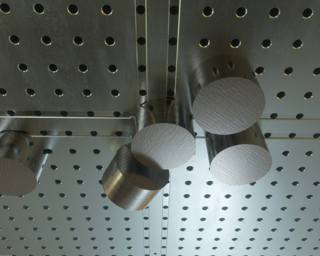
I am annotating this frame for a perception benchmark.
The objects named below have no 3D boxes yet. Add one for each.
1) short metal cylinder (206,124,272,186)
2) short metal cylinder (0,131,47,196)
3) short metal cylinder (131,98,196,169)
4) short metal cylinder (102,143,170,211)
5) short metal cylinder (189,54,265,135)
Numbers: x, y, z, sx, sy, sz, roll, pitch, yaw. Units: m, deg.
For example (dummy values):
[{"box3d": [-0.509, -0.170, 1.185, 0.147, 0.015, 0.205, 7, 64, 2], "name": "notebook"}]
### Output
[{"box3d": [0.106, 0.034, 0.425, 0.081, 0.050, 0.079, 0, 130, 0], "name": "short metal cylinder"}, {"box3d": [-0.207, 0.051, 0.437, 0.081, 0.050, 0.079, 0, 130, 0], "name": "short metal cylinder"}, {"box3d": [0.004, 0.008, 0.402, 0.081, 0.050, 0.079, 0, 130, 0], "name": "short metal cylinder"}, {"box3d": [-0.034, 0.067, 0.432, 0.080, 0.080, 0.050, 22, 127, -18], "name": "short metal cylinder"}, {"box3d": [0.076, -0.038, 0.363, 0.081, 0.050, 0.079, 0, 130, 0], "name": "short metal cylinder"}]
